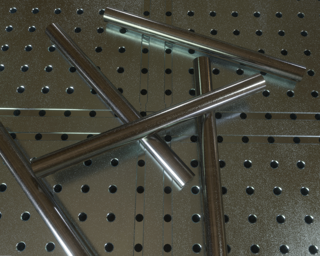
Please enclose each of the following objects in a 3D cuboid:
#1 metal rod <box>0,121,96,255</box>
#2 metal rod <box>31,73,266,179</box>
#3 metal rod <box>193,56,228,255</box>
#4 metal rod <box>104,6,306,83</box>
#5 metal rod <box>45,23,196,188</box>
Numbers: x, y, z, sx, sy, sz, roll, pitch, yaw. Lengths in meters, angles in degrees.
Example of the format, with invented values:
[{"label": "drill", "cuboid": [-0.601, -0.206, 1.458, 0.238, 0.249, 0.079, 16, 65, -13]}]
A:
[{"label": "metal rod", "cuboid": [-0.125, 0.107, 0.370, 0.025, 0.025, 0.300, -38, 75, -13]}, {"label": "metal rod", "cuboid": [-0.007, -0.006, 0.386, 0.302, 0.025, 0.025, -21, 72, -8]}, {"label": "metal rod", "cuboid": [0.063, 0.043, 0.396, 0.025, 0.025, 0.299, -1, 70, -1]}, {"label": "metal rod", "cuboid": [0.061, -0.125, 0.458, 0.301, 0.025, 0.025, 19, 71, 6]}, {"label": "metal rod", "cuboid": [-0.063, -0.040, 0.425, 0.025, 0.025, 0.300, -39, 75, -13]}]
